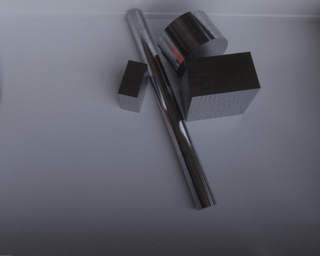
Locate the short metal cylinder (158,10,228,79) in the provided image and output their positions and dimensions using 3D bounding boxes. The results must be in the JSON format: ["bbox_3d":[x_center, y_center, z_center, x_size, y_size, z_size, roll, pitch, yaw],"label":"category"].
[{"bbox_3d":[0.044,-0.112,0.422,0.080,0.080,0.050,-29,73,-10],"label":"short metal cylinder"}]

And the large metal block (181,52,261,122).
[{"bbox_3d":[0.072,-0.050,0.400,0.081,0.080,0.050,-8,71,-3],"label":"large metal block"}]

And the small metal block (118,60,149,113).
[{"bbox_3d":[-0.035,-0.054,0.416,0.025,0.050,0.050,13,71,4],"label":"small metal block"}]

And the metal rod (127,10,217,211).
[{"bbox_3d":[0.010,-0.037,0.423,0.025,0.025,0.299,-17,71,-7],"label":"metal rod"}]
